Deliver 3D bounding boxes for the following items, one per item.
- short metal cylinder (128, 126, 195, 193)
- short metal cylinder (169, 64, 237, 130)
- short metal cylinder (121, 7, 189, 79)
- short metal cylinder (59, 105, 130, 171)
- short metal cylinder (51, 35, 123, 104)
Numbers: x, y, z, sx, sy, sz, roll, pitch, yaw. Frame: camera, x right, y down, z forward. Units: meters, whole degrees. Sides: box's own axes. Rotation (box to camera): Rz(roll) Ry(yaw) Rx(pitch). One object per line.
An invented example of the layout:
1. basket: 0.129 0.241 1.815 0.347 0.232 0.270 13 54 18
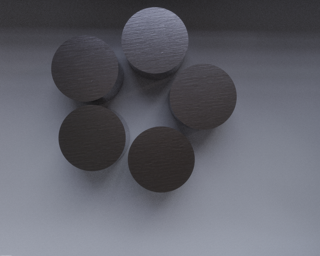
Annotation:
1. short metal cylinder: 0.002 0.038 0.397 0.081 0.050 0.080 0 90 0
2. short metal cylinder: 0.052 -0.038 0.397 0.081 0.050 0.080 0 90 0
3. short metal cylinder: -0.006 -0.105 0.397 0.081 0.050 0.080 0 90 0
4. short metal cylinder: -0.081 0.012 0.396 0.081 0.050 0.080 0 90 0
5. short metal cylinder: -0.090 -0.071 0.396 0.081 0.050 0.080 0 90 0
